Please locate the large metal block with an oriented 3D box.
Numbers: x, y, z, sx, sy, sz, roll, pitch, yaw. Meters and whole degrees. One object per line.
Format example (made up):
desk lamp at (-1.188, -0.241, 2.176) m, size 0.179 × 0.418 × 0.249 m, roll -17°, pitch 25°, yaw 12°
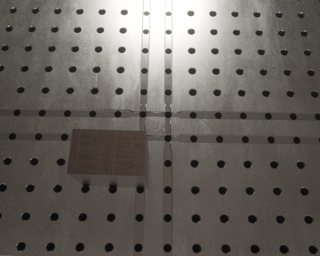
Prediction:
large metal block at (-0.056, 0.039, 0.368) m, size 0.081 × 0.080 × 0.050 m, roll 2°, pitch 70°, yaw 0°
